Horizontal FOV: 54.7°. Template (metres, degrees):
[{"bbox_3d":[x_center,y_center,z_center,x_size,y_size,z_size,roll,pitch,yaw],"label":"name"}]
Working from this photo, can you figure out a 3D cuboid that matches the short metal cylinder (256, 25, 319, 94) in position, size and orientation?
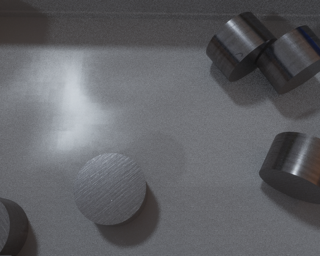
[{"bbox_3d":[0.179,-0.089,0.414,0.080,0.080,0.050,-28,73,-10],"label":"short metal cylinder"}]

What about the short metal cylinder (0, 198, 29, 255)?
[{"bbox_3d":[-0.200,0.118,0.352,0.081,0.050,0.080,0,70,0],"label":"short metal cylinder"}]

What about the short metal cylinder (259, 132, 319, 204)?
[{"bbox_3d":[0.165,0.047,0.364,0.080,0.080,0.050,28,73,9],"label":"short metal cylinder"}]

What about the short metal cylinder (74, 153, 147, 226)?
[{"bbox_3d":[-0.056,0.075,0.368,0.081,0.050,0.080,0,70,0],"label":"short metal cylinder"}]

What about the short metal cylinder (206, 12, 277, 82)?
[{"bbox_3d":[0.110,-0.108,0.421,0.080,0.080,0.050,-33,73,-11],"label":"short metal cylinder"}]
